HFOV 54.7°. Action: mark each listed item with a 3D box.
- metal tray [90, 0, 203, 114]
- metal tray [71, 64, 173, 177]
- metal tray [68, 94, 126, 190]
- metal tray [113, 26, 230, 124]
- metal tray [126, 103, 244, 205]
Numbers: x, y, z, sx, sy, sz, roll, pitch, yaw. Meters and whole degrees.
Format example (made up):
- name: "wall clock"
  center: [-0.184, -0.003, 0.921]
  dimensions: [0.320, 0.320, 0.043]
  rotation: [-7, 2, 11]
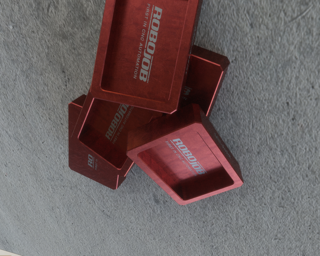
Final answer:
- name: "metal tray"
  center: [-0.013, -0.086, 0.313]
  dimensions: [0.090, 0.030, 0.129]
  rotation: [12, 96, 9]
- name: "metal tray"
  center: [-0.052, -0.007, 0.388]
  dimensions: [0.090, 0.030, 0.129]
  rotation: [36, 129, 4]
- name: "metal tray"
  center: [-0.091, 0.024, 0.465]
  dimensions: [0.090, 0.030, 0.129]
  rotation: [22, 127, 14]
- name: "metal tray"
  center: [0.004, -0.060, 0.365]
  dimensions: [0.130, 0.030, 0.089]
  rotation: [24, 127, 13]
- name: "metal tray"
  center: [0.033, 0.038, 0.366]
  dimensions: [0.090, 0.030, 0.130]
  rotation: [-24, 131, 19]
